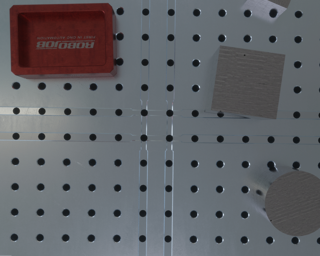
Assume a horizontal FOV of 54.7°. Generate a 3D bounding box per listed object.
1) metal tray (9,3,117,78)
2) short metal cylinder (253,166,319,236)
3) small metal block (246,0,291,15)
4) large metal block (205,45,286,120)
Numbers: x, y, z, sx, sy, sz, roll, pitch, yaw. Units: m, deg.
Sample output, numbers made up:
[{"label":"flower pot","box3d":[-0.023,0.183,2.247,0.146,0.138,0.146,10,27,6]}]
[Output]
[{"label":"metal tray","box3d":[-0.125,-0.114,0.409,0.131,0.030,0.089,-1,90,0]},{"label":"short metal cylinder","box3d":[0.168,0.092,0.402,0.081,0.050,0.080,0,90,0]},{"label":"small metal block","box3d":[0.152,-0.188,0.414,0.050,0.025,0.050,23,90,0]},{"label":"large metal block","box3d":[0.107,-0.056,0.401,0.080,0.050,0.080,8,90,0]}]
